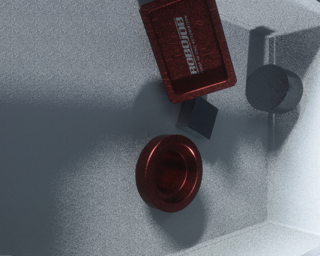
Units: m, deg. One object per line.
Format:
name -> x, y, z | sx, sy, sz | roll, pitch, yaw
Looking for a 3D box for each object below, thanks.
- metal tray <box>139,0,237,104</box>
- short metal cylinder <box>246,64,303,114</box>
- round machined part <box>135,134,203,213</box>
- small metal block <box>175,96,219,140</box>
metal tray -> 0.038, -0.106, 0.399 | 0.030, 0.090, 0.129 | -75, 147, -71
short metal cylinder -> 0.199, -0.067, 0.541 | 0.050, 0.080, 0.080 | 6, 87, -40
round machined part -> 0.007, 0.057, 0.404 | 0.099, 0.042, 0.097 | 0, 90, -40
small metal block -> 0.055, -0.015, 0.455 | 0.050, 0.025, 0.050 | 29, 72, -37
